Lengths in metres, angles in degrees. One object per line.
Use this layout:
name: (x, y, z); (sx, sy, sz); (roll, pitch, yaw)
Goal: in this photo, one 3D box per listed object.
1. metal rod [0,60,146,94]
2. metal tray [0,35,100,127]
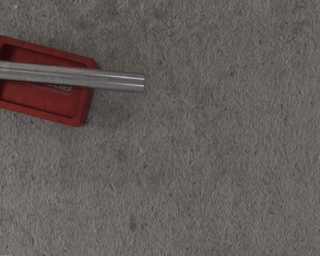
metal rod: (-0.169, -0.068, 0.377); (0.302, 0.025, 0.025); (5, 90, 0)
metal tray: (-0.154, -0.060, 0.406); (0.131, 0.030, 0.090); (15, 90, 0)
